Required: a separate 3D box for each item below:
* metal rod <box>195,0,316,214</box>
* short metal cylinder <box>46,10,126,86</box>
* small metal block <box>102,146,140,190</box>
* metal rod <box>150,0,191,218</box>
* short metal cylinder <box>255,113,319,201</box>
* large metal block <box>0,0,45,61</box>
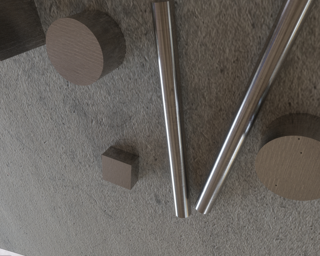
[{"bbox_3d":[0.093,-0.003,0.355,0.025,0.025,0.298,25,127,13],"label":"metal rod"},{"bbox_3d":[-0.089,-0.098,0.377,0.080,0.050,0.079,13,124,21],"label":"short metal cylinder"},{"bbox_3d":[-0.061,0.062,0.477,0.050,0.025,0.050,17,125,18],"label":"small metal block"},{"bbox_3d":[0.019,-0.003,0.394,0.025,0.025,0.298,7,122,24],"label":"metal rod"},{"bbox_3d":[0.148,0.030,0.332,0.080,0.050,0.079,13,124,21],"label":"short metal cylinder"},{"bbox_3d":[-0.202,-0.136,0.394,0.050,0.080,0.079,6,121,25],"label":"large metal block"}]
